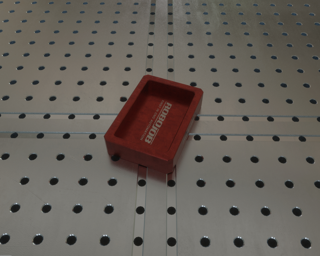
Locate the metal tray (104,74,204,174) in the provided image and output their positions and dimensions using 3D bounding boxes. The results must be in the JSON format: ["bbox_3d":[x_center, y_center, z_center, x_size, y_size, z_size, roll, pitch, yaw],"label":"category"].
[{"bbox_3d":[-0.004,-0.011,0.414,0.090,0.030,0.130,17,52,13],"label":"metal tray"}]
